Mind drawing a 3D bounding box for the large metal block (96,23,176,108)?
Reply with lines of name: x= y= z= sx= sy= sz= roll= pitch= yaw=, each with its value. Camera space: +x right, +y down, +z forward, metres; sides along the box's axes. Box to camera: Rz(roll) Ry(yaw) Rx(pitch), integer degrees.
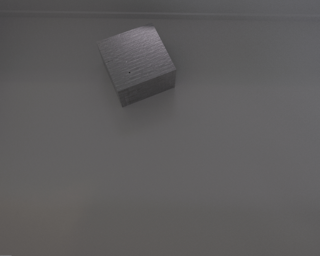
large metal block: x=-0.032 y=-0.086 z=0.427 sx=0.080 sy=0.050 sz=0.080 roll=-22 pitch=72 yaw=-8
